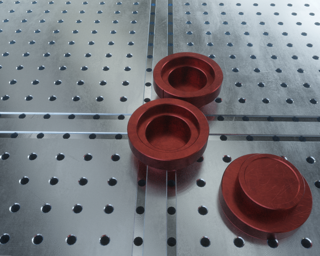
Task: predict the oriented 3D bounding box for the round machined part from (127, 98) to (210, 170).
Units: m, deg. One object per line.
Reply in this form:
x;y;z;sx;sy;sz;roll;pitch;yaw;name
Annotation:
0.010;0.012;0.387;0.099;0.042;0.098;0;50;0;round machined part

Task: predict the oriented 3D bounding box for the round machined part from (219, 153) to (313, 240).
0.117;0.067;0.341;0.099;0.042;0.098;0;50;0;round machined part

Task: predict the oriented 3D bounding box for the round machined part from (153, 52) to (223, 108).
0.039;-0.064;0.451;0.099;0.042;0.098;0;50;0;round machined part
